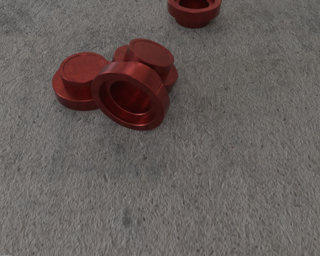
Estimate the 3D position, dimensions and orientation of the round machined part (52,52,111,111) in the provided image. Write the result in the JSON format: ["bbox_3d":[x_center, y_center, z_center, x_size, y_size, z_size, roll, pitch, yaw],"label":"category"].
[{"bbox_3d":[-0.108,-0.074,0.454,0.099,0.042,0.098,0,50,0],"label":"round machined part"}]

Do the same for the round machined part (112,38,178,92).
[{"bbox_3d":[-0.019,-0.093,0.449,0.099,0.042,0.098,16,40,-14],"label":"round machined part"}]

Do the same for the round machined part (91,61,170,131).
[{"bbox_3d":[-0.033,-0.045,0.393,0.098,0.097,0.042,16,52,13],"label":"round machined part"}]

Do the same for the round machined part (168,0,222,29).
[{"bbox_3d":[0.063,-0.223,0.580,0.099,0.042,0.098,0,50,0],"label":"round machined part"}]
